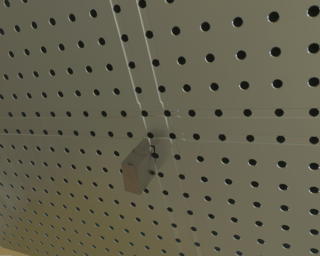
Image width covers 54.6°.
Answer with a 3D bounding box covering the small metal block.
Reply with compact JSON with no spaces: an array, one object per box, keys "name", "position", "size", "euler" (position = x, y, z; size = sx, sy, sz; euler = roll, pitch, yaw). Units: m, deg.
[{"name":"small metal block","position":[-0.030,0.059,0.448],"size":[0.025,0.050,0.050],"euler":[11,123,23]}]
